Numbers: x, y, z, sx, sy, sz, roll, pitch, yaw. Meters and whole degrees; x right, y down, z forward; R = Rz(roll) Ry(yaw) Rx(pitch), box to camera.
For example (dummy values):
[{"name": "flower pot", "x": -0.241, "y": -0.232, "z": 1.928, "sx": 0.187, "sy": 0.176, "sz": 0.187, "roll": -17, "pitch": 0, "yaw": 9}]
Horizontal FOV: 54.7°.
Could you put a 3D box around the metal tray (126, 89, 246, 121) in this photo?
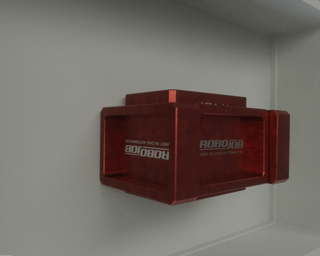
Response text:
[{"name": "metal tray", "x": 0.034, "y": -0.025, "z": 0.389, "sx": 0.131, "sy": 0.090, "sz": 0.030, "roll": 0, "pitch": 91, "yaw": -40}]

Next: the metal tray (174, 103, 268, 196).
[{"name": "metal tray", "x": 0.072, "y": 0.022, "z": 0.344, "sx": 0.131, "sy": 0.030, "sz": 0.089, "roll": 1, "pitch": 89, "yaw": -40}]

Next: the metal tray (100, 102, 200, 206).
[{"name": "metal tray", "x": -0.017, "y": 0.022, "z": 0.322, "sx": 0.030, "sy": 0.130, "sz": 0.089, "roll": 1, "pitch": 90, "yaw": -40}]

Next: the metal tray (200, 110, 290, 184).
[{"name": "metal tray", "x": 0.109, "y": 0.022, "z": 0.426, "sx": 0.030, "sy": 0.130, "sz": 0.089, "roll": 1, "pitch": 90, "yaw": -40}]

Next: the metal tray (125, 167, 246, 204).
[{"name": "metal tray", "x": 0.033, "y": 0.064, "z": 0.388, "sx": 0.131, "sy": 0.090, "sz": 0.030, "roll": 0, "pitch": 90, "yaw": -40}]
